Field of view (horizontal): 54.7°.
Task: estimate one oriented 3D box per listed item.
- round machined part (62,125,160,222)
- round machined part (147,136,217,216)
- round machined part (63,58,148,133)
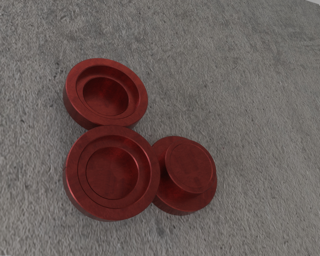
[{"bbox_3d":[-0.053,0.049,0.328,0.099,0.042,0.098,10,66,-23],"label":"round machined part"},{"bbox_3d":[0.028,0.052,0.376,0.099,0.042,0.098,14,56,-21],"label":"round machined part"},{"bbox_3d":[-0.068,-0.034,0.377,0.099,0.042,0.098,14,56,-21],"label":"round machined part"}]
